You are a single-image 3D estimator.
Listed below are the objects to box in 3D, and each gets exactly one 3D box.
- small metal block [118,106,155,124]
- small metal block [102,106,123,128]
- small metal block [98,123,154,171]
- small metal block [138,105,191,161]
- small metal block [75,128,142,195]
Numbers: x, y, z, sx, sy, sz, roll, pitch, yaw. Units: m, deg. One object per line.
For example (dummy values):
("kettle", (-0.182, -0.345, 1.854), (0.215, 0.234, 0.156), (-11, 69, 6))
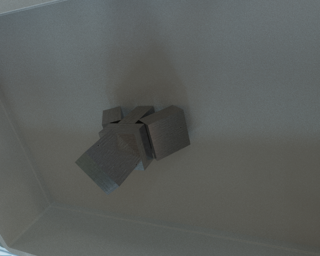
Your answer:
("small metal block", (-0.025, 0.004, 0.406), (0.025, 0.050, 0.050), (1, 119, 28))
("small metal block", (-0.059, 0.004, 0.420), (0.025, 0.050, 0.050), (-15, 115, -2))
("small metal block", (-0.040, 0.022, 0.376), (0.050, 0.025, 0.050), (1, 119, 28))
("small metal block", (0.006, 0.006, 0.388), (0.025, 0.050, 0.050), (29, 138, 55))
("small metal block", (-0.056, 0.037, 0.344), (0.050, 0.050, 0.025), (46, 129, -4))
